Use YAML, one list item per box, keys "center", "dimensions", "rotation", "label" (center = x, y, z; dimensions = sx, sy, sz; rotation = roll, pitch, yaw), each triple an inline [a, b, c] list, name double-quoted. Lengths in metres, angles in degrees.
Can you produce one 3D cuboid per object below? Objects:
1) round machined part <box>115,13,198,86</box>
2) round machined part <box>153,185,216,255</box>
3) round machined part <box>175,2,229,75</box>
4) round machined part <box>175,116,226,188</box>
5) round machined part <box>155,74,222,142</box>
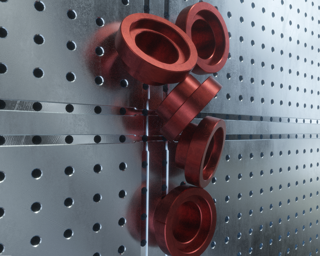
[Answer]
- center: [-0.007, -0.090, 0.374]
  dimensions: [0.099, 0.042, 0.098]
  rotation: [16, 49, -19]
  label: "round machined part"
- center: [0.030, 0.127, 0.426]
  dimensions: [0.099, 0.042, 0.097]
  rotation: [0, 91, -40]
  label: "round machined part"
- center: [0.054, -0.124, 0.443]
  dimensions: [0.099, 0.042, 0.097]
  rotation: [1, 89, -44]
  label: "round machined part"
- center: [0.054, 0.030, 0.429]
  dimensions: [0.099, 0.042, 0.097]
  rotation: [-43, 141, -48]
  label: "round machined part"
- center: [0.032, -0.031, 0.400]
  dimensions: [0.042, 0.098, 0.098]
  rotation: [43, 60, 3]
  label: "round machined part"
